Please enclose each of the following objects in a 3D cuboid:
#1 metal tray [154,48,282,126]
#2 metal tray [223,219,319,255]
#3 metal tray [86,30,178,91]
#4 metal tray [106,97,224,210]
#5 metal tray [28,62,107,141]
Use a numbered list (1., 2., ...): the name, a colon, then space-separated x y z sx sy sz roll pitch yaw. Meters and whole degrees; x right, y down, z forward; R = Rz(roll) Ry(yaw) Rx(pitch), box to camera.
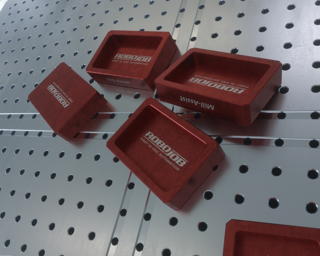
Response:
1. metal tray: 0.070 -0.057 0.385 0.130 0.030 0.090 20 52 35
2. metal tray: 0.097 0.150 0.262 0.090 0.030 0.130 -2 61 27
3. metal tray: -0.048 -0.113 0.500 0.130 0.030 0.090 13 68 33
4. metal tray: 0.002 0.026 0.388 0.090 0.030 0.130 -48 51 -6
5. metal tray: -0.159 -0.048 0.520 0.090 0.030 0.130 -47 51 -5
